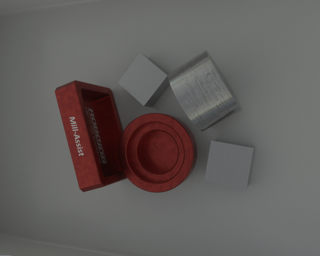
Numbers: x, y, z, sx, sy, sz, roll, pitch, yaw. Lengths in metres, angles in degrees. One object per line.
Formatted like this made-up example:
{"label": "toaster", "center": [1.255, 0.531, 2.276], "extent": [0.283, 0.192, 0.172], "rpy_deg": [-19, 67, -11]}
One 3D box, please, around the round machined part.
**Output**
{"label": "round machined part", "center": [0.000, 0.030, 0.397], "extent": [0.098, 0.042, 0.097], "rpy_deg": [0, 90, 19]}

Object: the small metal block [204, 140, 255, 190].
{"label": "small metal block", "center": [0.085, 0.044, 0.378], "extent": [0.050, 0.025, 0.050], "rpy_deg": [10, 93, 20]}

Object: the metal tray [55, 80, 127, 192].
{"label": "metal tray", "center": [-0.081, 0.009, 0.401], "extent": [0.030, 0.090, 0.129], "rpy_deg": [-18, 84, 19]}

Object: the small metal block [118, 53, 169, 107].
{"label": "small metal block", "center": [-0.019, -0.063, 0.414], "extent": [0.050, 0.025, 0.050], "rpy_deg": [42, 104, 16]}

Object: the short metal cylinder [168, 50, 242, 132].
{"label": "short metal cylinder", "center": [0.053, -0.043, 0.361], "extent": [0.050, 0.080, 0.080], "rpy_deg": [-31, 80, 17]}
